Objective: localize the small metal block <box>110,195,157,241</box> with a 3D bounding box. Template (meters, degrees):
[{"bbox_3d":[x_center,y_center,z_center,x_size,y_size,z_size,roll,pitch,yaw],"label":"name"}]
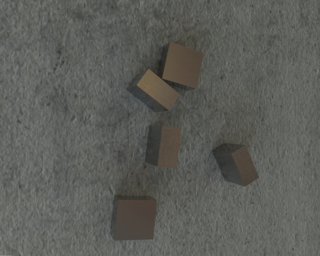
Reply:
[{"bbox_3d":[-0.034,0.115,0.398,0.050,0.025,0.050,6,88,-20],"label":"small metal block"}]

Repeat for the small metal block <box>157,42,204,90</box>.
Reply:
[{"bbox_3d":[0.027,-0.083,0.420,0.050,0.025,0.050,14,85,-20],"label":"small metal block"}]

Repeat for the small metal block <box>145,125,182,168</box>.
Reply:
[{"bbox_3d":[0.003,0.023,0.398,0.025,0.050,0.050,8,87,-20],"label":"small metal block"}]

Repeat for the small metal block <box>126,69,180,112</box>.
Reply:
[{"bbox_3d":[-0.010,-0.046,0.393,0.050,0.050,0.025,37,78,-17],"label":"small metal block"}]

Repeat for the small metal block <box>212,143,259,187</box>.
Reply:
[{"bbox_3d":[0.105,0.050,0.436,0.025,0.050,0.050,-28,100,-18],"label":"small metal block"}]
